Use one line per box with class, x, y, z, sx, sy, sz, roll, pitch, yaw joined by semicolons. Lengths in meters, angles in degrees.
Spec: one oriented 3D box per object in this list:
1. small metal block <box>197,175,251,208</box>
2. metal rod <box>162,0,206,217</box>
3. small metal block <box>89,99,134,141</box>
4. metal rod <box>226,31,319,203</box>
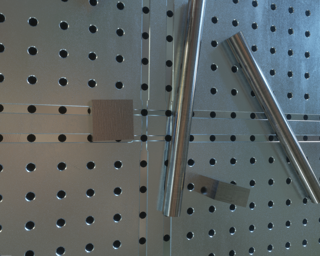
small metal block;0.088;0.087;0.432;0.050;0.050;0.025;18;84;-19
metal rod;0.034;-0.031;0.424;0.025;0.025;0.298;8;87;-20
small metal block;-0.061;-0.010;0.390;0.050;0.025;0.050;-2;91;-20
metal rod;0.184;-0.010;0.479;0.025;0.025;0.299;-35;101;-17
